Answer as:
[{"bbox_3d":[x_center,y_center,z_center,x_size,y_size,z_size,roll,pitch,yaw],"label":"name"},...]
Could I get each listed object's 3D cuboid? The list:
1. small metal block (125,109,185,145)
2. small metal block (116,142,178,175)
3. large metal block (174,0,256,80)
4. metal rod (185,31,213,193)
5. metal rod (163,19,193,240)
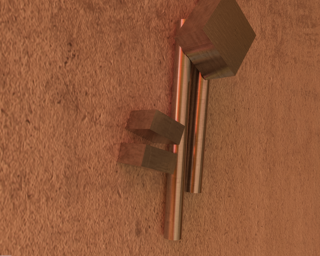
[{"bbox_3d":[-0.006,-0.001,0.385,0.050,0.050,0.025,29,72,-37],"label":"small metal block"},{"bbox_3d":[-0.016,0.037,0.377,0.050,0.050,0.025,21,77,-39],"label":"small metal block"},{"bbox_3d":[0.077,-0.124,0.421,0.080,0.050,0.080,45,63,-31],"label":"large metal block"},{"bbox_3d":[0.060,-0.056,0.457,0.025,0.025,0.298,8,85,-40],"label":"metal rod"},{"bbox_3d":[0.026,0.000,0.428,0.025,0.025,0.298,6,86,-40],"label":"metal rod"}]
